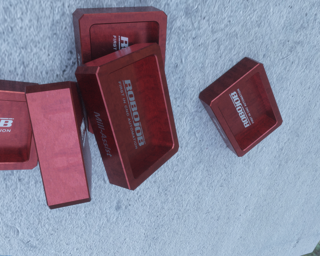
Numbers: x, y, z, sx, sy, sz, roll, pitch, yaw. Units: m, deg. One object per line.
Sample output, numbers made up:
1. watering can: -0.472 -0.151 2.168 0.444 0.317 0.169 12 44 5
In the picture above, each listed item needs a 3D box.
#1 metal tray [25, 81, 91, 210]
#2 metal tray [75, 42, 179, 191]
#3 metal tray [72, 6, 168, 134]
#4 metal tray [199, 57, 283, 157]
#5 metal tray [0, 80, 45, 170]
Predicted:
1. metal tray: -0.084 0.005 0.278 0.030 0.130 0.089 -9 100 -11
2. metal tray: -0.026 -0.013 0.322 0.091 0.030 0.129 -37 124 -43
3. metal tray: -0.042 -0.062 0.341 0.091 0.030 0.129 -11 123 -23
4. metal tray: 0.122 -0.026 0.453 0.090 0.030 0.130 -39 130 -2
5. metal tray: -0.186 -0.003 0.300 0.131 0.030 0.089 2 117 -30
